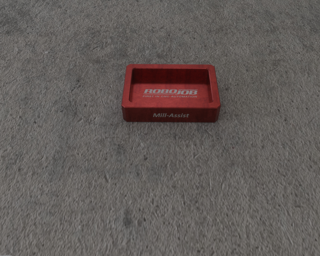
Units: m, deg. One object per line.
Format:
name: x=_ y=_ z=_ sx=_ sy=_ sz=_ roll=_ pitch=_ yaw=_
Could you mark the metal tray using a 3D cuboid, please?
metal tray: x=0.015 y=-0.051 z=0.443 sx=0.131 sy=0.030 sz=0.090 roll=0 pitch=50 yaw=0
